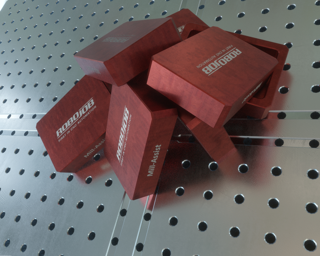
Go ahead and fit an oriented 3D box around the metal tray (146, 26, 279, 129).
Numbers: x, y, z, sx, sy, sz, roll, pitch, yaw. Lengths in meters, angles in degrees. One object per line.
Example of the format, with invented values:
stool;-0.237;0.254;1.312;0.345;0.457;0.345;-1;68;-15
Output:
metal tray;0.060;-0.061;0.331;0.090;0.030;0.131;35;45;18

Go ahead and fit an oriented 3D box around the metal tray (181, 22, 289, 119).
metal tray;0.079;-0.073;0.381;0.130;0.030;0.090;19;70;14

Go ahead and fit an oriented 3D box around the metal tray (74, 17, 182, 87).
metal tray;-0.044;-0.095;0.374;0.090;0.030;0.130;-38;29;-15

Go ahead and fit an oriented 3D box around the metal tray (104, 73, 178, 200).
metal tray;-0.029;0.008;0.360;0.030;0.129;0.090;-11;44;-31

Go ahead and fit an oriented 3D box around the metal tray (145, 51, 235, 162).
metal tray;0.028;-0.028;0.370;0.030;0.090;0.130;-39;50;3

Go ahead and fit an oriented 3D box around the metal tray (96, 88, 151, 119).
metal tray;-0.067;-0.051;0.472;0.130;0.030;0.090;-43;51;-2

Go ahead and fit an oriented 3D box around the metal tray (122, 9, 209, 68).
metal tray;0.007;-0.117;0.450;0.131;0.030;0.090;-28;53;-8

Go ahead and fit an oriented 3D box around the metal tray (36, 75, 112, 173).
metal tray;-0.110;-0.009;0.440;0.130;0.030;0.090;-41;66;15
